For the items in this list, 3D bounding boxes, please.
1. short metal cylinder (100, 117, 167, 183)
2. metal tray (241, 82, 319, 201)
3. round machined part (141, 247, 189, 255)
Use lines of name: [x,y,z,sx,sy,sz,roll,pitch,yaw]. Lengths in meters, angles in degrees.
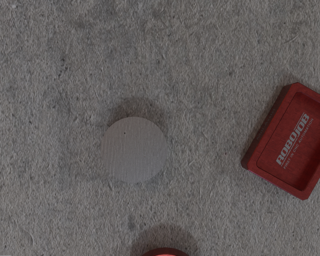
short metal cylinder: [-0.031,0.026,0.397,0.081,0.050,0.079,0,90,-1]
metal tray: [0.179,0.017,0.409,0.090,0.030,0.130,30,90,-1]
round machined part: [0.007,0.203,0.402,0.099,0.042,0.097,0,90,-1]
